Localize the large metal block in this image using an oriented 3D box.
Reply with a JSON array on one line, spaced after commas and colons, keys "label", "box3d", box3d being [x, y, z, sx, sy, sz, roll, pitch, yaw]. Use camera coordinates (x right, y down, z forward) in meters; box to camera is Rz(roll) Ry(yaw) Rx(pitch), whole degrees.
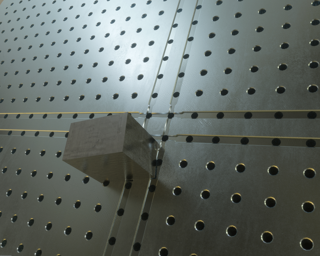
[{"label": "large metal block", "box3d": [-0.058, 0.028, 0.385, 0.080, 0.080, 0.050, -10, 58, 23]}]
